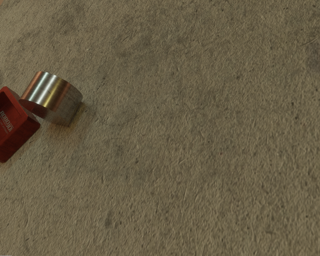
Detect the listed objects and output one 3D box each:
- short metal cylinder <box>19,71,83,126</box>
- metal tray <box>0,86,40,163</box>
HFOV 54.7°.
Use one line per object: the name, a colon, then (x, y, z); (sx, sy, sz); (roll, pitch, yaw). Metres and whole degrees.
short metal cylinder: (-0.169, -0.044, 0.484); (0.080, 0.080, 0.050); (10, 67, 32)
metal tray: (-0.277, -0.010, 0.551); (0.090, 0.030, 0.130); (-47, 51, -5)
